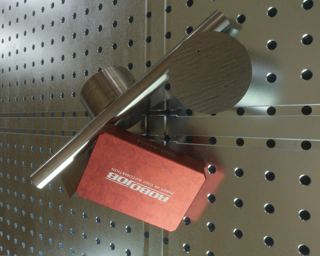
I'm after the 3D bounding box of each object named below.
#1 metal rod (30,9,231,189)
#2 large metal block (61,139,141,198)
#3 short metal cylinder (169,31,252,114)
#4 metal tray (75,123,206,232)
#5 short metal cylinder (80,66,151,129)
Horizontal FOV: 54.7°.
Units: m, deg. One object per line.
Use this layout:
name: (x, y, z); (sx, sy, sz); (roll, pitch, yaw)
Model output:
metal rod: (-0.042, -0.028, 0.372); (0.300, 0.025, 0.025); (-40, 64, 9)
large metal block: (-0.085, 0.051, 0.440); (0.080, 0.081, 0.050); (-47, 62, 29)
short metal cylinder: (0.050, -0.058, 0.325); (0.080, 0.050, 0.079); (0, 102, 2)
metal tray: (-0.023, 0.061, 0.371); (0.131, 0.030, 0.089); (24, 110, -7)
short metal cylinder: (-0.060, -0.037, 0.420); (0.080, 0.081, 0.050); (-51, 61, 28)
